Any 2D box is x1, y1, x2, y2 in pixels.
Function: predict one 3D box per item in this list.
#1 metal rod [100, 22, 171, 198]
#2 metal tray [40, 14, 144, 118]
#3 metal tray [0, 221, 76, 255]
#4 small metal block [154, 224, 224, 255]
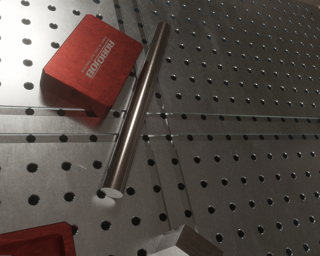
[{"bbox_3d":[-0.023,-0.047,0.425,0.025,0.025,0.300,24,53,-14],"label":"metal rod"},{"bbox_3d":[-0.085,-0.086,0.412,0.090,0.030,0.130,28,52,-11],"label":"metal tray"},{"bbox_3d":[-0.111,0.152,0.252,0.091,0.030,0.130,-3,63,-30],"label":"metal tray"},{"bbox_3d":[0.030,0.133,0.329,0.050,0.050,0.025,37,51,-4],"label":"small metal block"}]
